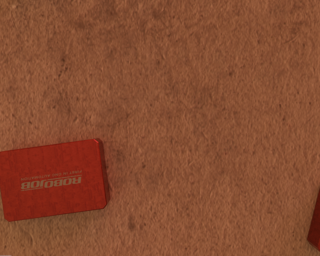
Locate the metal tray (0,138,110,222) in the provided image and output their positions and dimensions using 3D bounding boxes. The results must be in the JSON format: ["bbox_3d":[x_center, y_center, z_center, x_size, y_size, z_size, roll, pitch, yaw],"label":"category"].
[{"bbox_3d":[-0.137,0.066,0.406,0.131,0.030,0.089,-8,90,-1],"label":"metal tray"}]

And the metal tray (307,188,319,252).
[{"bbox_3d":[0.275,0.130,0.411,0.131,0.030,0.089,14,90,-1],"label":"metal tray"}]
